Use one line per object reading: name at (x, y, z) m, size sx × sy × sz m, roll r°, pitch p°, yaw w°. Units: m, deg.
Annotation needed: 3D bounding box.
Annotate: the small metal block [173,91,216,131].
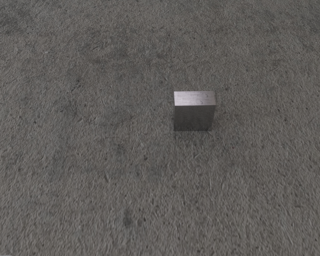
small metal block at (0.043, -0.021, 0.405) m, size 0.050 × 0.050 × 0.025 m, roll -1°, pitch 50°, yaw -1°
